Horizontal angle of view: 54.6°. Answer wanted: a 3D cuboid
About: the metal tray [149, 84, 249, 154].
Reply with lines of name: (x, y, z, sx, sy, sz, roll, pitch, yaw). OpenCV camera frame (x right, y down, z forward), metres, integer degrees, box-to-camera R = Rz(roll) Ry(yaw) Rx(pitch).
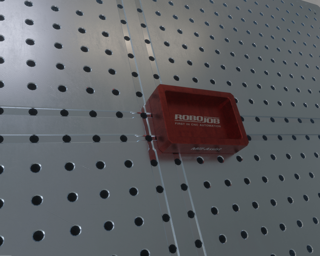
metal tray: (0.056, -0.011, 0.440, 0.131, 0.030, 0.090, 3, 60, -27)
